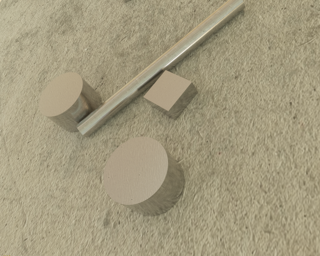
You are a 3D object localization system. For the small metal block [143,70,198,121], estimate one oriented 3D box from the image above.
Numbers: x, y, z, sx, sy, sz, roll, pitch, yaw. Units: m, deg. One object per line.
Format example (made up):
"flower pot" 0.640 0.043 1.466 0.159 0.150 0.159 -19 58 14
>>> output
"small metal block" 0.015 -0.045 0.423 0.050 0.025 0.050 32 79 37

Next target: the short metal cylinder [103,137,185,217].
"short metal cylinder" -0.018 0.057 0.361 0.080 0.050 0.080 -13 56 20

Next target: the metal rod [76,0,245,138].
"metal rod" 0.000 -0.090 0.457 0.300 0.025 0.025 -39 51 1

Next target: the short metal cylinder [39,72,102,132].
"short metal cylinder" -0.139 -0.040 0.483 0.080 0.050 0.080 -13 56 20

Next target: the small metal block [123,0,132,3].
"small metal block" -0.052 -0.277 0.599 0.050 0.025 0.050 -17 55 18
